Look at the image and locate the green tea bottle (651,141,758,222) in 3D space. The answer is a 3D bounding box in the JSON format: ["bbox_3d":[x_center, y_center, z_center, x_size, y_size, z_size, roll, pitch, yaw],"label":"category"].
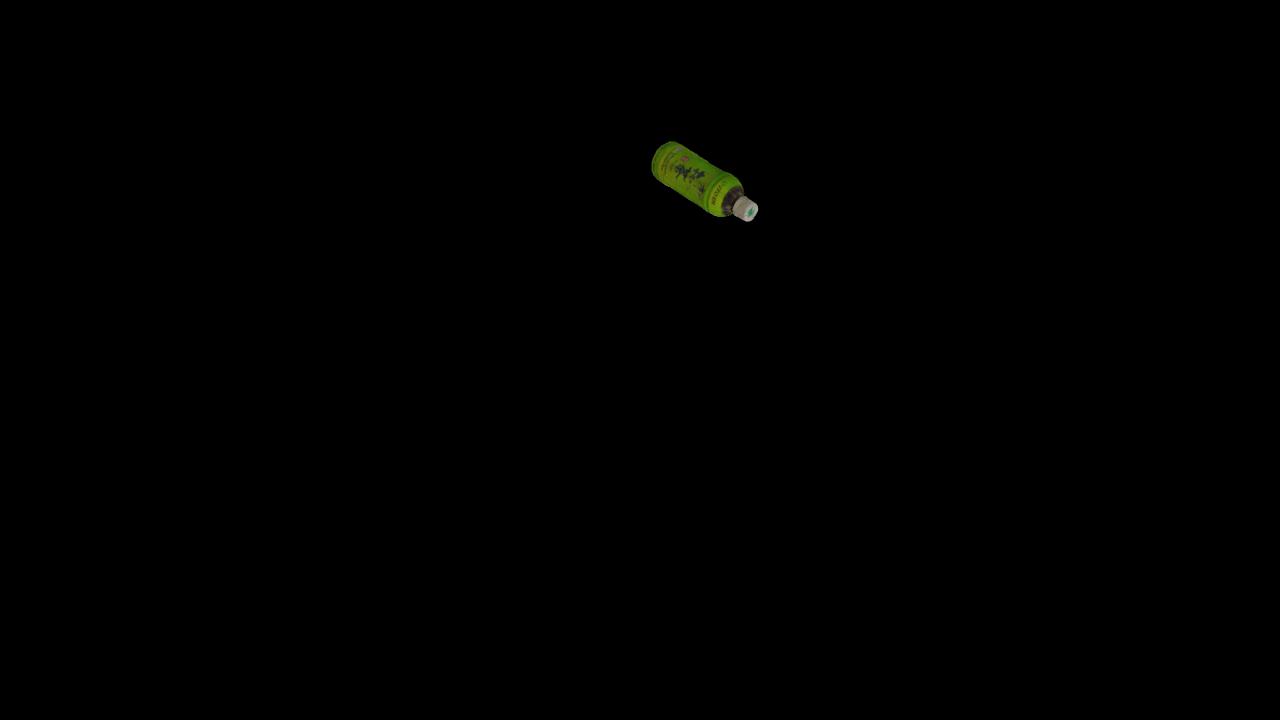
[{"bbox_3d":[0.106,-0.281,0.990,0.073,0.073,0.212,0,35,-48],"label":"green tea bottle"}]
